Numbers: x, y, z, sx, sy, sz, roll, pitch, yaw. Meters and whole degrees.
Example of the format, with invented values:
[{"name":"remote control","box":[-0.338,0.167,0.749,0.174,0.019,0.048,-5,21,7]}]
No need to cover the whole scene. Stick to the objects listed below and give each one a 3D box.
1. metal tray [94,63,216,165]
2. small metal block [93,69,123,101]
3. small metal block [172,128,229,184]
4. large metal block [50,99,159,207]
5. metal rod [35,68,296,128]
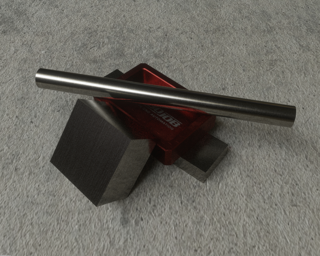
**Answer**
[{"name":"metal tray","box":[-0.007,-0.023,0.387,0.130,0.030,0.090,36,58,26]},{"name":"small metal block","box":[-0.064,-0.053,0.448,0.050,0.025,0.050,37,59,26]},{"name":"small metal block","box":[0.047,0.031,0.379,0.050,0.025,0.050,31,56,23]},{"name":"large metal block","box":[-0.062,0.024,0.337,0.080,0.080,0.050,35,17,26]},{"name":"metal rod","box":[0.000,-0.037,0.364,0.302,0.025,0.025,9,51,7]}]
